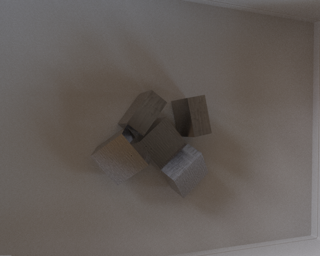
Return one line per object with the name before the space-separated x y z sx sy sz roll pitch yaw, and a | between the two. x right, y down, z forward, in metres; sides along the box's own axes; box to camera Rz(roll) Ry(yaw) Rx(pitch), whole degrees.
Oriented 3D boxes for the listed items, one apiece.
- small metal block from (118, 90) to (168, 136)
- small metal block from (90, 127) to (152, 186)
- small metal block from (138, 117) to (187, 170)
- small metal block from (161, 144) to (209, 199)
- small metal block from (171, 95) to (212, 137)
small metal block | -0.023 -0.018 0.387 0.025 0.050 0.050 38 78 -16
small metal block | -0.047 0.035 0.380 0.050 0.025 0.050 -35 104 17
small metal block | 0.001 0.021 0.410 0.050 0.025 0.050 -44 104 -15
small metal block | 0.034 0.057 0.409 0.050 0.025 0.050 -43 141 -15
small metal block | 0.041 -0.015 0.411 0.025 0.050 0.050 -12 94 -21
